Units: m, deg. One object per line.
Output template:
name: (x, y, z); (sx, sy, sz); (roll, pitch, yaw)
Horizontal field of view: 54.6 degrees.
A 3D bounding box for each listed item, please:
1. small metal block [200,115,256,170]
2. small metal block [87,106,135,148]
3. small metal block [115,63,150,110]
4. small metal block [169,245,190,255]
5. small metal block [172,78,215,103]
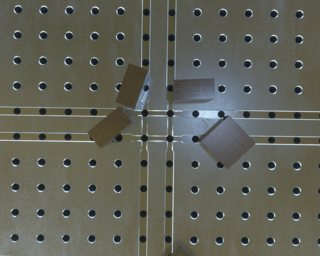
small metal block: (0.089, 0.019, 0.414); (0.050, 0.025, 0.050); (-43, 90, 0)
small metal block: (-0.061, -0.001, 0.401); (0.050, 0.050, 0.025); (-39, 90, 0)
small metal block: (-0.034, -0.051, 0.401); (0.025, 0.050, 0.050); (19, 90, 0)
small metal block: (0.027, 0.197, 0.414); (0.050, 0.025, 0.050); (-43, 90, 0)
small metal block: (0.041, -0.047, 0.401); (0.050, 0.050, 0.025); (-2, 90, 0)
